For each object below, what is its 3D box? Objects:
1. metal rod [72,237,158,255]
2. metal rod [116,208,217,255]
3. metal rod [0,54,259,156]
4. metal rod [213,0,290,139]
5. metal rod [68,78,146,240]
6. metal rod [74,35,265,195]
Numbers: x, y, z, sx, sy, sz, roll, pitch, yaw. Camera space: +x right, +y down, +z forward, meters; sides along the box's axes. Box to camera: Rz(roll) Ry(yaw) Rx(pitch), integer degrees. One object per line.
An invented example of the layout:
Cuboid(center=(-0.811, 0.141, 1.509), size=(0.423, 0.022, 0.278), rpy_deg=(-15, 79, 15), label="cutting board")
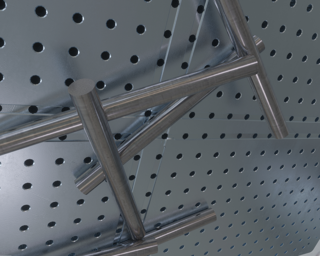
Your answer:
Cuboid(center=(-0.148, 0.201, 0.439), size=(0.302, 0.025, 0.025), rpy_deg=(-6, 121, -20), label="metal rod")
Cuboid(center=(-0.042, 0.194, 0.507), size=(0.302, 0.025, 0.025), rpy_deg=(-16, 125, -20), label="metal rod")
Cuboid(center=(-0.033, -0.028, 0.346), size=(0.302, 0.025, 0.025), rpy_deg=(-18, 126, -7), label="metal rod")
Cuboid(center=(0.103, -0.099, 0.376), size=(0.025, 0.025, 0.300), rpy_deg=(-37, 121, -4), label="metal rod")
Cuboid(center=(-0.053, 0.065, 0.389), size=(0.025, 0.025, 0.299), rpy_deg=(-24, 137, -14), label="metal rod")
Cuboid(center=(0.014, -0.018, 0.406), size=(0.300, 0.025, 0.025), rpy_deg=(-39, 129, -2), label="metal rod")
